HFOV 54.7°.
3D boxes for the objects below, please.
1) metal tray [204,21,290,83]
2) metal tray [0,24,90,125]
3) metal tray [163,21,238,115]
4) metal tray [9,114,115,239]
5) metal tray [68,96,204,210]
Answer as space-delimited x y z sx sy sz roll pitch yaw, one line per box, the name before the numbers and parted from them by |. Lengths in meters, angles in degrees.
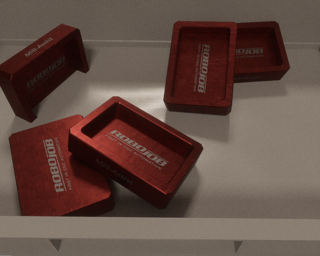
metal tray | 0.125 -0.118 0.482 0.131 0.030 0.090 -4 71 -4
metal tray | -0.159 -0.077 0.442 0.030 0.089 0.130 22 52 20
metal tray | 0.059 -0.087 0.437 0.090 0.030 0.130 5 74 11
metal tray | -0.116 0.049 0.359 0.091 0.030 0.130 -19 53 -16
metal tray | -0.027 0.022 0.357 0.130 0.030 0.090 30 43 12
